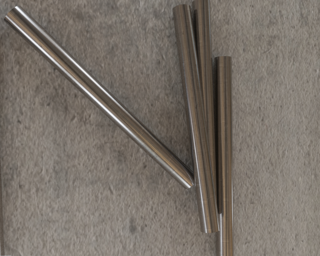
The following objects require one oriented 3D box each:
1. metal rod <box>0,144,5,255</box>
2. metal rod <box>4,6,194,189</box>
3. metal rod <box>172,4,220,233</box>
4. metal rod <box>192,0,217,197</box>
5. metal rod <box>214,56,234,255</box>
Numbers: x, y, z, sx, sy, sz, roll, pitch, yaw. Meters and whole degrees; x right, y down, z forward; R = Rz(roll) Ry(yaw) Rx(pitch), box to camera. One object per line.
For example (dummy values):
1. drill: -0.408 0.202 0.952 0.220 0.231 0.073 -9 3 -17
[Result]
1. metal rod: -0.190 0.006 0.338 0.025 0.025 0.298 -2 91 -20
2. metal rod: -0.062 -0.027 0.386 0.300 0.025 0.025 44 76 -15
3. metal rod: 0.048 -0.015 0.412 0.025 0.025 0.298 -6 86 -20
4. metal rod: 0.063 -0.026 0.433 0.025 0.025 0.298 -2 91 -20
5. metal rod: 0.092 0.049 0.444 0.025 0.025 0.298 -1 90 -20
